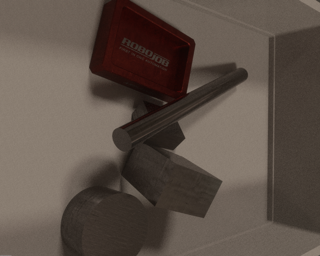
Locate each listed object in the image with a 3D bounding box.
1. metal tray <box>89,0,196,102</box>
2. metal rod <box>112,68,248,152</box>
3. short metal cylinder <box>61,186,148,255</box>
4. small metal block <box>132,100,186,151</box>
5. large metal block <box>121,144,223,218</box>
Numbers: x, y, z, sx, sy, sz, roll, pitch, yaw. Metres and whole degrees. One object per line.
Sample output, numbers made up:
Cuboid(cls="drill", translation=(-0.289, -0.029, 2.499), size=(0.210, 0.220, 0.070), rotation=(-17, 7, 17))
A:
Cuboid(cls="metal tray", translation=(-0.016, -0.092, 0.391), size=(0.131, 0.030, 0.090), rotation=(18, 79, -39))
Cuboid(cls="metal rod", translation=(0.050, -0.039, 0.413), size=(0.302, 0.025, 0.025), rotation=(-30, 110, -48))
Cuboid(cls="short metal cylinder", translation=(-0.060, 0.108, 0.342), size=(0.081, 0.050, 0.079), rotation=(0, 90, -40))
Cuboid(cls="small metal block", translation=(-0.002, -0.003, 0.389), size=(0.050, 0.025, 0.050), rotation=(16, 38, -39))
Cuboid(cls="large metal block", translation=(0.013, 0.061, 0.377), size=(0.080, 0.080, 0.050), rotation=(25, 92, -38))
